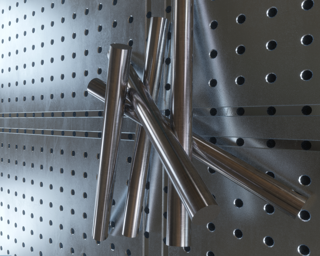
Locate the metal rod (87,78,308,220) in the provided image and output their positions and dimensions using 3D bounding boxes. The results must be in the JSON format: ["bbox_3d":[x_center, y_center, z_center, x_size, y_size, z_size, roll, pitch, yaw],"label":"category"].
[{"bbox_3d":[0.022,0.009,0.367,0.300,0.025,0.025,31,109,28],"label":"metal rod"}]

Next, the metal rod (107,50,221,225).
[{"bbox_3d":[-0.015,-0.020,0.355,0.025,0.025,0.300,-58,38,24],"label":"metal rod"}]

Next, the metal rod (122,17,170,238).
[{"bbox_3d":[-0.021,0.004,0.424,0.025,0.025,0.298,14,99,39],"label":"metal rod"}]

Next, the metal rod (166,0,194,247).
[{"bbox_3d":[0.024,-0.028,0.346,0.025,0.025,0.299,-10,71,39],"label":"metal rod"}]

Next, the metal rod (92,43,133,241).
[{"bbox_3d":[-0.069,0.038,0.417,0.025,0.025,0.298,32,124,35],"label":"metal rod"}]
